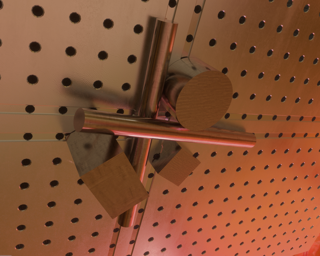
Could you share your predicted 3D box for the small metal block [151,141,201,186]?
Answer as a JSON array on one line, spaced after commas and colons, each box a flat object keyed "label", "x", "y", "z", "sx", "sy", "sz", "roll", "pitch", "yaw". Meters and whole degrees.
[{"label": "small metal block", "x": 0.024, "y": 0.052, "z": 0.460, "sx": 0.050, "sy": 0.025, "sz": 0.050, "roll": -48, "pitch": 129, "yaw": 5}]

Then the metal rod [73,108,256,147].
[{"label": "metal rod", "x": 0.033, "y": 0.006, "z": 0.410, "sx": 0.302, "sy": 0.025, "sz": 0.025, "roll": 7, "pitch": 115, "yaw": -40}]

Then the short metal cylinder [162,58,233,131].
[{"label": "short metal cylinder", "x": 0.044, "y": -0.043, "z": 0.394, "sx": 0.081, "sy": 0.050, "sz": 0.079, "roll": -14, "pitch": 125, "yaw": -21}]

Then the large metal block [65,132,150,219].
[{"label": "large metal block", "x": -0.063, "y": 0.046, "z": 0.369, "sx": 0.050, "sy": 0.080, "sz": 0.080, "roll": -31, "pitch": 129, "yaw": -9}]

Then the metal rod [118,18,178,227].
[{"label": "metal rod", "x": -0.022, "y": 0.012, "z": 0.408, "sx": 0.025, "sy": 0.025, "sz": 0.298, "roll": -2, "pitch": 119, "yaw": -28}]
